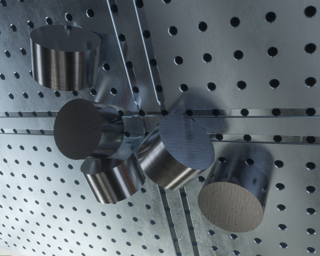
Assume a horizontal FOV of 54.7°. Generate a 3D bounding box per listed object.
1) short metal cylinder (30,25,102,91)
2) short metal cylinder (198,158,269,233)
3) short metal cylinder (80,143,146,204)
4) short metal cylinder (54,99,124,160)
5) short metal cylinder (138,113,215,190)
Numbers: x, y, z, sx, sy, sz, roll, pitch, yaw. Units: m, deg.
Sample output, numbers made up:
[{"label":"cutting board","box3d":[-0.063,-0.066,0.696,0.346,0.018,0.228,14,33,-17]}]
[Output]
[{"label":"short metal cylinder","box3d":[-0.114,-0.087,0.380,0.080,0.080,0.050,23,127,14]},{"label":"short metal cylinder","box3d":[0.095,0.086,0.398,0.080,0.050,0.079,13,124,20]},{"label":"short metal cylinder","box3d":[-0.067,0.064,0.448,0.080,0.080,0.050,-6,116,31]},{"label":"short metal cylinder","box3d":[-0.097,0.003,0.423,0.080,0.050,0.080,-2,85,25]},{"label":"short metal cylinder","box3d":[0.020,0.029,0.382,0.080,0.080,0.050,41,129,-1]}]
